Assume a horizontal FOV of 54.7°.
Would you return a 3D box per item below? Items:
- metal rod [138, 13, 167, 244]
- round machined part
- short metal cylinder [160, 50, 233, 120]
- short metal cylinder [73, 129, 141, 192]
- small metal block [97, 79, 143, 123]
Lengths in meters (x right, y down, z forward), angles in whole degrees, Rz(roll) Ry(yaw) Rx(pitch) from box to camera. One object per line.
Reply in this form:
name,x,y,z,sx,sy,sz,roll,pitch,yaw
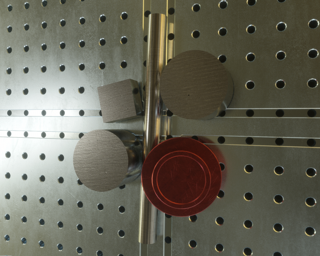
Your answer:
metal rod,-0.010,0.002,0.412,0.025,0.025,0.298,3,91,20
round machined part,0.026,0.060,0.377,0.099,0.042,0.097,0,89,3
short metal cylinder,0.046,-0.050,0.378,0.080,0.050,0.079,0,90,20
short metal cylinder,-0.068,0.042,0.419,0.080,0.050,0.079,0,90,20
small metal block,-0.054,-0.036,0.427,0.050,0.025,0.050,-12,86,19
